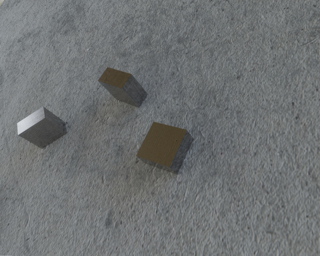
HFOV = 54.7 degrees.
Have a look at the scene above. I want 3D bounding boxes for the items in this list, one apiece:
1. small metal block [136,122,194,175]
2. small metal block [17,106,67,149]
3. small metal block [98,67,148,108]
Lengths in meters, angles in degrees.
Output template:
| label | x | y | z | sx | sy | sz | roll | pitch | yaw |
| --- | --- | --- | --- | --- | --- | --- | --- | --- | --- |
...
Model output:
| label | x | y | z | sx | sy | sz | roll | pitch | yaw |
| --- | --- | --- | --- | --- | --- | --- | --- | --- | --- |
| small metal block | 0.006 | 0.024 | 0.386 | 0.050 | 0.025 | 0.050 | 14 | 69 | 34 |
| small metal block | -0.184 | 0.001 | 0.484 | 0.050 | 0.050 | 0.025 | -31 | 52 | 8 |
| small metal block | -0.053 | -0.059 | 0.452 | 0.050 | 0.050 | 0.025 | 22 | 74 | 36 |
